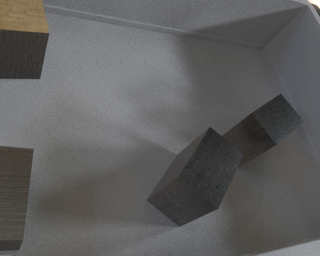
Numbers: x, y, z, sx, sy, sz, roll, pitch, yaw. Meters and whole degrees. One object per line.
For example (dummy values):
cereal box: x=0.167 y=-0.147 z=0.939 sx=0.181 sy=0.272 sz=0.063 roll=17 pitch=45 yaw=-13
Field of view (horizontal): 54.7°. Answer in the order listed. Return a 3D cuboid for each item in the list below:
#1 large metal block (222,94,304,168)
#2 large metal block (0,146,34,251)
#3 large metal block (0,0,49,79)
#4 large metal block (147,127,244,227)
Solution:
large metal block: x=0.142 y=0.004 z=0.444 sx=0.081 sy=0.080 sz=0.050 roll=-28 pitch=78 yaw=-37
large metal block: x=-0.159 y=0.061 z=0.267 sx=0.081 sy=0.050 sz=0.080 roll=8 pitch=58 yaw=-24
large metal block: x=-0.172 y=-0.097 z=0.337 sx=0.081 sy=0.080 sz=0.050 roll=-5 pitch=64 yaw=-31
large metal block: x=0.040 y=0.057 z=0.357 sx=0.050 sy=0.080 sz=0.080 roll=40 pitch=51 yaw=-2
